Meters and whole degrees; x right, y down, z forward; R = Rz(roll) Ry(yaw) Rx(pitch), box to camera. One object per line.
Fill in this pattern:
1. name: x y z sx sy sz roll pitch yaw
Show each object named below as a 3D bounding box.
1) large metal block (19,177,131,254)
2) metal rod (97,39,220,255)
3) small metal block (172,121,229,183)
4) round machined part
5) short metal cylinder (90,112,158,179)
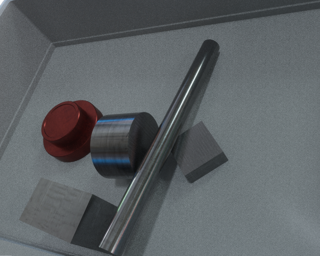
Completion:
1. large metal block: -0.094 0.102 0.356 0.080 0.080 0.050 8 66 31
2. metal rod: 0.012 0.002 0.367 0.025 0.025 0.300 8 56 31
3. small metal block: 0.044 0.028 0.365 0.050 0.025 0.050 -33 52 6
4. round machined part: -0.137 -0.002 0.466 0.098 0.042 0.098 -13 56 20
5. short metal cylinder: -0.039 0.022 0.376 0.050 0.080 0.080 -3 61 27
